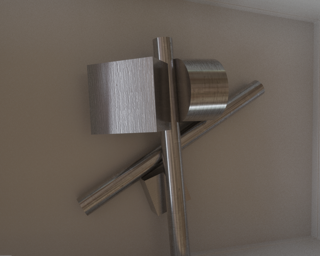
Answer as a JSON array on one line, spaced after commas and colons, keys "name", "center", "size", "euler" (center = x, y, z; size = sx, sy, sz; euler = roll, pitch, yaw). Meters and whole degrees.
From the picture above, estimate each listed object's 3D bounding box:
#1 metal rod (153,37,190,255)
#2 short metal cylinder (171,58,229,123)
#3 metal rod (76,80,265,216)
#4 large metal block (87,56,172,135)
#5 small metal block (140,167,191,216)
[{"name": "metal rod", "center": [0.016, 0.038, 0.388], "size": [0.025, 0.025, 0.298], "euler": [-5, 91, -20]}, {"name": "short metal cylinder", "center": [0.044, -0.048, 0.396], "size": [0.050, 0.080, 0.079], "euler": [-5, 92, -22]}, {"name": "metal rod", "center": [0.027, 0.018, 0.419], "size": [0.302, 0.025, 0.025], "euler": [-33, 101, -17]}, {"name": "large metal block", "center": [-0.035, -0.035, 0.363], "size": [0.080, 0.050, 0.079], "euler": [-3, 91, 20]}, {"name": "small metal block", "center": [0.007, 0.081, 0.413], "size": [0.050, 0.025, 0.050], "euler": [-23, 98, -19]}]
